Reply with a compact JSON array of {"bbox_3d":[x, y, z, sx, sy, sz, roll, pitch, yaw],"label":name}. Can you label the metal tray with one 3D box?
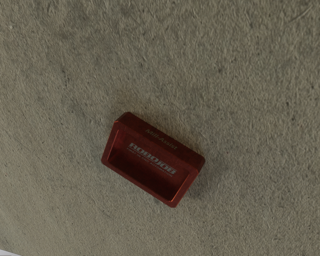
[{"bbox_3d":[-0.013,0.046,0.439,0.130,0.030,0.089,31,128,7],"label":"metal tray"}]
